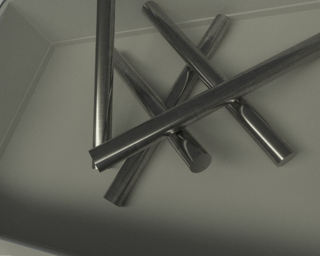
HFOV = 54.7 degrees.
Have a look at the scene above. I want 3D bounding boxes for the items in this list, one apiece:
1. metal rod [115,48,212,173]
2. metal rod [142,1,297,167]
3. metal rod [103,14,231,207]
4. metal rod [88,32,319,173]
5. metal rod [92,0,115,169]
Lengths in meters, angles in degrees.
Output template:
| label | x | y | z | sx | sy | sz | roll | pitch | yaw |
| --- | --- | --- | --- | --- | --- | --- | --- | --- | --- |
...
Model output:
| label | x | y | z | sx | sy | sz | roll | pitch | yaw |
| --- | --- | --- | --- | --- | --- | --- | --- | --- | --- |
| metal rod | -0.022 | -0.046 | 0.416 | 0.025 | 0.025 | 0.300 | -39 | 43 | 1 |
| metal rod | 0.057 | -0.074 | 0.393 | 0.025 | 0.025 | 0.300 | -37 | 60 | 3 |
| metal rod | 0.017 | -0.033 | 0.416 | 0.025 | 0.025 | 0.300 | 21 | 73 | 35 |
| metal rod | 0.066 | -0.035 | 0.336 | 0.302 | 0.025 | 0.025 | -28 | 50 | -12 |
| metal rod | -0.075 | -0.095 | 0.421 | 0.025 | 0.025 | 0.298 | 0 | 87 | 28 |
